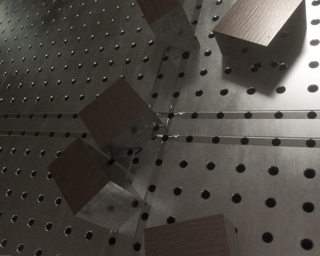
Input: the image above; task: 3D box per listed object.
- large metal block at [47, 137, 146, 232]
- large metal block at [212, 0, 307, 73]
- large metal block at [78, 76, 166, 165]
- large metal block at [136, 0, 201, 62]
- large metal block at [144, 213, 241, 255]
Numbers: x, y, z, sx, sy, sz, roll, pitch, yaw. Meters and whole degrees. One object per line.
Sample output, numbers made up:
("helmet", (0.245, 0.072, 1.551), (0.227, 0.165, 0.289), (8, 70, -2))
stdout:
("large metal block", (-0.074, 0.068, 0.369), (0.050, 0.080, 0.080), (-45, 51, -3))
("large metal block", (0.130, -0.129, 0.403), (0.080, 0.050, 0.080), (32, 79, 37))
("large metal block", (-0.053, -0.011, 0.425), (0.080, 0.050, 0.080), (-41, 51, 0))
("large metal block", (0.011, -0.161, 0.465), (0.050, 0.080, 0.080), (-29, 52, 10))
("large metal block", (0.034, 0.134, 0.292), (0.080, 0.050, 0.080), (-17, 55, 18))
